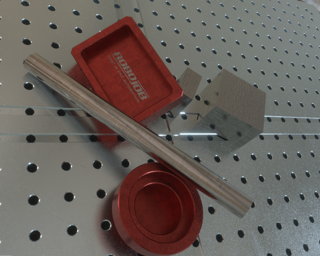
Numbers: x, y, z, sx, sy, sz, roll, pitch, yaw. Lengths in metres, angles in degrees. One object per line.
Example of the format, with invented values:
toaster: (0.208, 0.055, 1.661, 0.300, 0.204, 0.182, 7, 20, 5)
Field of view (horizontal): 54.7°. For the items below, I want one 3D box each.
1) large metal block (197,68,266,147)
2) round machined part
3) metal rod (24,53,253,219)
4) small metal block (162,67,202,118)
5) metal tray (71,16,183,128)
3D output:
large metal block: (0.111, -0.031, 0.473, 0.080, 0.050, 0.080, 27, 52, -12)
round machined part: (-0.005, 0.091, 0.340, 0.099, 0.042, 0.098, 14, 56, -21)
metal rod: (-0.032, 0.003, 0.351, 0.301, 0.025, 0.025, 34, 50, 9)
small metal block: (0.031, -0.050, 0.441, 0.025, 0.050, 0.050, 32, 51, -8)
metal tray: (-0.041, -0.067, 0.395, 0.090, 0.030, 0.130, -32, 78, -4)
